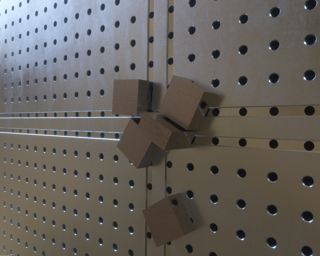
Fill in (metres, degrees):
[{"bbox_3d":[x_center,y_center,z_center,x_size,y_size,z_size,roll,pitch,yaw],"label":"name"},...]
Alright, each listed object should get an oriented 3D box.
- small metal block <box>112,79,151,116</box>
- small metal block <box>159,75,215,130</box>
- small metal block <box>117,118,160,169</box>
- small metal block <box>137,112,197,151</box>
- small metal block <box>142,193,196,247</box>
[{"bbox_3d":[-0.041,-0.043,0.445,0.050,0.025,0.050,7,94,40],"label":"small metal block"},{"bbox_3d":[0.032,-0.031,0.384,0.050,0.025,0.050,35,112,34],"label":"small metal block"},{"bbox_3d":[-0.028,0.021,0.434,0.050,0.025,0.050,43,116,32],"label":"small metal block"},{"bbox_3d":[0.008,0.003,0.387,0.050,0.050,0.025,36,112,34],"label":"small metal block"},{"bbox_3d":[0.011,0.119,0.402,0.050,0.025,0.050,-38,67,33],"label":"small metal block"}]
